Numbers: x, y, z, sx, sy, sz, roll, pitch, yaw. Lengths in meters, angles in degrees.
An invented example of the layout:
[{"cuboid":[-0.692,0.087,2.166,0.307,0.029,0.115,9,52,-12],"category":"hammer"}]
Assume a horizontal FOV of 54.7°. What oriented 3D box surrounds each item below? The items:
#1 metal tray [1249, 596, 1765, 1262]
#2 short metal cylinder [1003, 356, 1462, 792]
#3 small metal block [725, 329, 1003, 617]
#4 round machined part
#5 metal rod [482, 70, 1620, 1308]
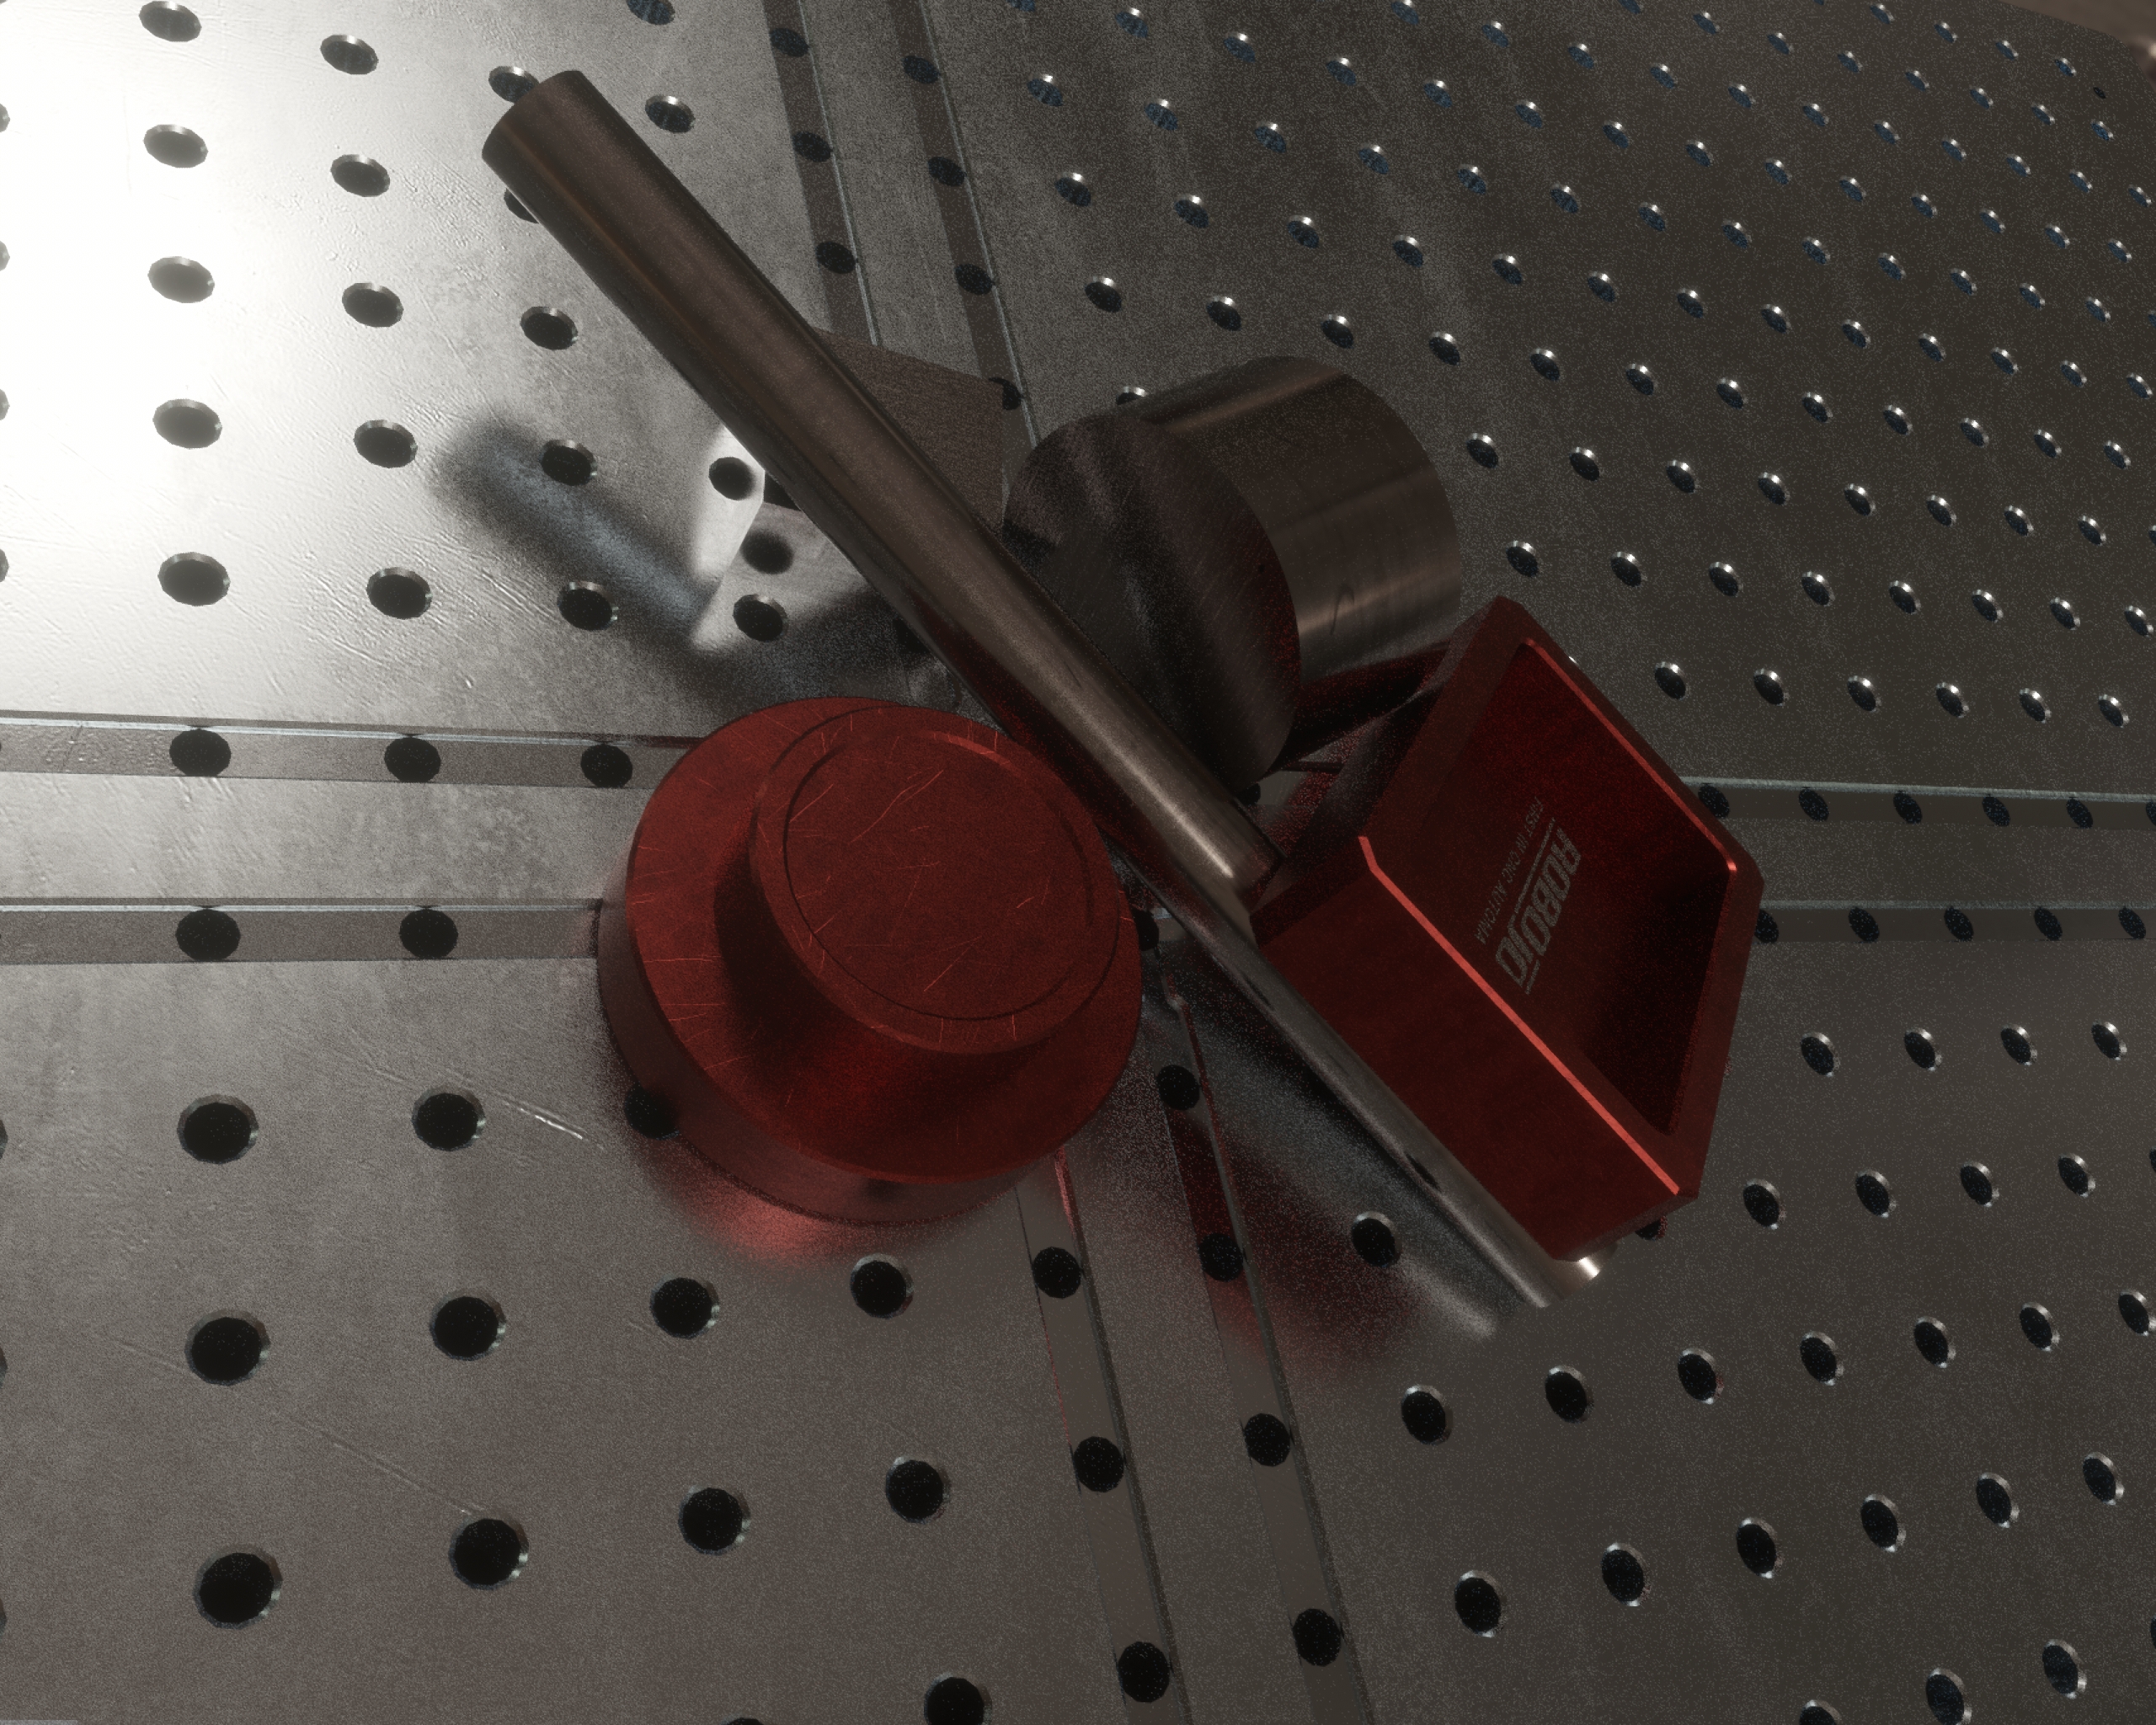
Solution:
[{"cuboid":[0.093,0.008,0.425,0.090,0.030,0.131,46,35,-6],"category":"metal tray"},{"cuboid":[0.030,-0.058,0.426,0.050,0.080,0.080,-28,78,-38],"category":"short metal cylinder"},{"cuboid":[-0.044,-0.080,0.435,0.050,0.025,0.050,13,56,-22],"category":"small metal block"},{"cuboid":[-0.032,0.011,0.374,0.099,0.042,0.098,14,56,-21],"category":"round machined part"},{"cuboid":[-0.001,-0.030,0.405,0.300,0.025,0.025,48,51,-5],"category":"metal rod"}]
